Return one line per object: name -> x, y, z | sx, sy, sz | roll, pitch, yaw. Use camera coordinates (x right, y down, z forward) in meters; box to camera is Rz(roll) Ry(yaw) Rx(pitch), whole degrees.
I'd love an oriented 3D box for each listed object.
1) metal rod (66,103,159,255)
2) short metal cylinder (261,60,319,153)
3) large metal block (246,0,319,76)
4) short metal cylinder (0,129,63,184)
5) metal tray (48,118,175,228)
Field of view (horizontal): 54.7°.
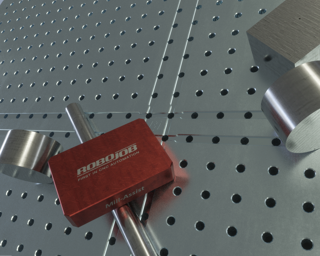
metal rod -> -0.070, 0.064, 0.404 | 0.025, 0.025, 0.300 | -38, 51, 2
short metal cylinder -> 0.149, -0.019, 0.306 | 0.080, 0.080, 0.050 | -28, 53, 10
large metal block -> 0.165, -0.106, 0.370 | 0.080, 0.050, 0.080 | -38, 51, 2
short metal cylinder -> -0.186, 0.043, 0.442 | 0.080, 0.080, 0.050 | -4, 60, 26
metal tray -> -0.060, 0.049, 0.377 | 0.131, 0.030, 0.090 | -25, 50, -13
